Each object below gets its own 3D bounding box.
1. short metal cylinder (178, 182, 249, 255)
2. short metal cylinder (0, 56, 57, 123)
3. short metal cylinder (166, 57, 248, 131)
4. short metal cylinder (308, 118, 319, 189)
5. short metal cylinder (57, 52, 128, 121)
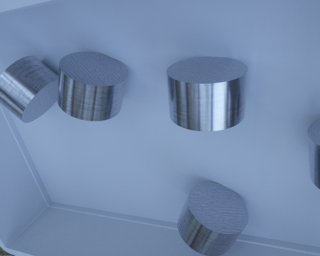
[{"bbox_3d":[0.069,0.119,0.410,0.080,0.080,0.050,26,127,12],"label":"short metal cylinder"},{"bbox_3d":[-0.181,-0.054,0.433,0.050,0.080,0.080,40,129,0],"label":"short metal cylinder"},{"bbox_3d":[0.049,-0.038,0.323,0.080,0.080,0.050,9,122,23],"label":"short metal cylinder"},{"bbox_3d":[0.184,0.024,0.291,0.080,0.080,0.050,-1,118,28],"label":"short metal cylinder"},{"bbox_3d":[-0.084,-0.053,0.383,0.080,0.080,0.050,26,127,11],"label":"short metal cylinder"}]
